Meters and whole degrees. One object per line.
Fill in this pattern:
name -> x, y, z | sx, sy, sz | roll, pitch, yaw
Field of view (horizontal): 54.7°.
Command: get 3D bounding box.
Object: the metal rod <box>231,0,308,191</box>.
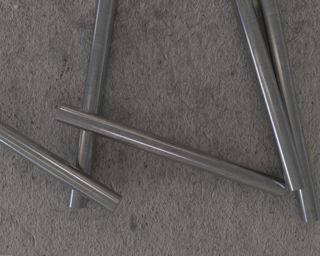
metal rod -> 0.134, -0.068, 0.401 | 0.025, 0.025, 0.298 | -15, 86, 0

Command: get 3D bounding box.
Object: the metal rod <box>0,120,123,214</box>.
metal rod -> -0.181, 0.018, 0.392 | 0.301, 0.025, 0.025 | 30, 90, 6

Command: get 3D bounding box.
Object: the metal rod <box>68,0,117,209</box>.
metal rod -> -0.088, -0.045, 0.409 | 0.025, 0.025, 0.298 | 8, 90, 0

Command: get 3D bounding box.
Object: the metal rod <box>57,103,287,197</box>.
metal rod -> 0.020, 0.030, 0.395 | 0.302, 0.025, 0.025 | 19, 90, -6

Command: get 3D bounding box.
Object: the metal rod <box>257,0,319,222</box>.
metal rod -> 0.171, -0.026, 0.411 | 0.025, 0.025, 0.298 | -11, 90, 0
